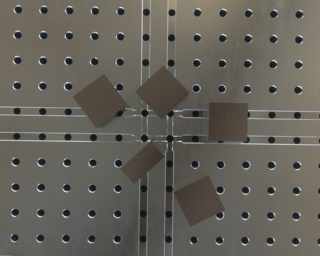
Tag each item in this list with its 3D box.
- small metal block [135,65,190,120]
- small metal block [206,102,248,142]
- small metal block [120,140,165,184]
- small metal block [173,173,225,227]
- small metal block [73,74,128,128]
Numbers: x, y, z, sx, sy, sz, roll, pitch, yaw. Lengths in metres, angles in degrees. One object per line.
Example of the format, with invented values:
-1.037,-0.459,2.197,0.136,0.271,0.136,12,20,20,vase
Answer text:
0.004,-0.046,0.413,0.050,0.025,0.050,-43,90,0,small metal block
0.088,-0.008,0.414,0.050,0.025,0.050,1,90,0,small metal block
-0.021,0.042,0.401,0.050,0.050,0.025,-42,90,0,small metal block
0.051,0.095,0.414,0.050,0.025,0.050,-26,90,0,small metal block
-0.078,-0.035,0.413,0.050,0.025,0.050,-36,90,0,small metal block
